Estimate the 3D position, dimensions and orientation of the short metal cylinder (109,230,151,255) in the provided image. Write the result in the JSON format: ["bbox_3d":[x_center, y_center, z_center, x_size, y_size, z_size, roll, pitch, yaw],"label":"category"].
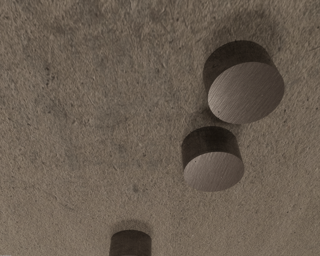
[{"bbox_3d":[-0.057,0.240,0.594,0.081,0.050,0.079,0,130,0],"label":"short metal cylinder"}]

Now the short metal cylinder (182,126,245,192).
[{"bbox_3d":[0.071,0.044,0.429,0.081,0.050,0.079,0,130,0],"label":"short metal cylinder"}]

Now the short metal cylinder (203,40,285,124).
[{"bbox_3d":[0.091,-0.051,0.349,0.081,0.050,0.079,0,130,0],"label":"short metal cylinder"}]
